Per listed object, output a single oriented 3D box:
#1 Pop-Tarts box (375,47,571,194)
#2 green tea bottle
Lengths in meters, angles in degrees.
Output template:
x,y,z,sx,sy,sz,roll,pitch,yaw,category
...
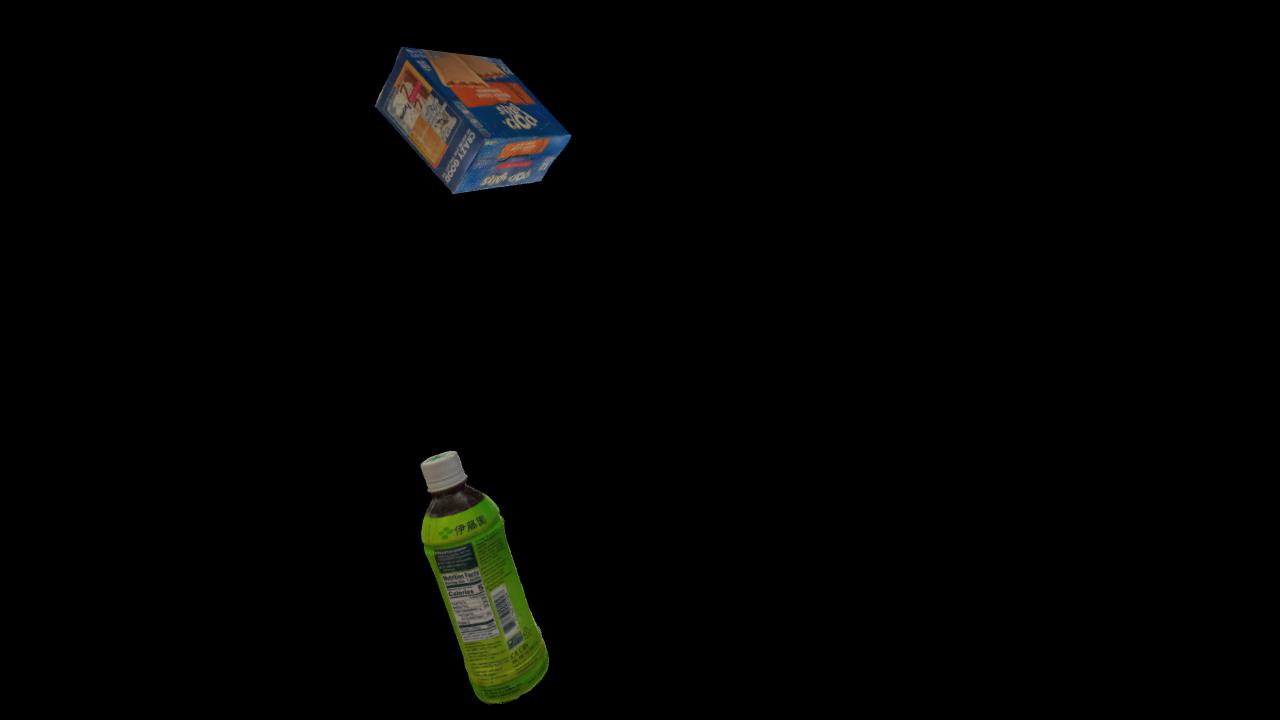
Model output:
x,y,z,sx,sy,sz,roll,pitch,yaw,category
-0.191,-0.284,0.731,0.083,0.141,0.167,-45,-5,34,Pop-Tarts box
-0.138,0.180,0.523,0.073,0.212,0.073,-13,10,2,green tea bottle
